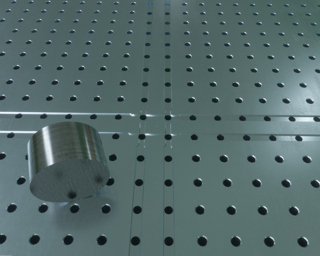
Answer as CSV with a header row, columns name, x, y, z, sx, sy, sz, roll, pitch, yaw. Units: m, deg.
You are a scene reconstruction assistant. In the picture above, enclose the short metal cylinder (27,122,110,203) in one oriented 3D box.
name,x,y,z,sx,sy,sz,roll,pitch,yaw
short metal cylinder,-0.100,0.038,0.338,0.081,0.080,0.050,-14,52,-12
